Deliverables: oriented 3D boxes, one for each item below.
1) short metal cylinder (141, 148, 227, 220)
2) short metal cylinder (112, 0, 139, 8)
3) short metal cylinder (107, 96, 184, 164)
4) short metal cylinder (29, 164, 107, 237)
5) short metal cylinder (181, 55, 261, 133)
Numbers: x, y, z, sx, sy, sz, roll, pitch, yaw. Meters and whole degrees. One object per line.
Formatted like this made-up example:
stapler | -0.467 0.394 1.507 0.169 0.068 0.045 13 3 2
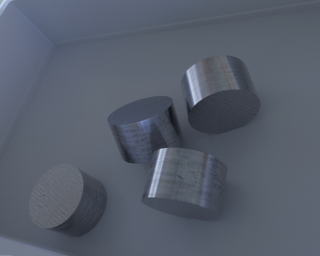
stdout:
short metal cylinder | 0.026 0.060 0.320 0.080 0.080 0.050 0 62 28
short metal cylinder | -0.069 -0.282 0.599 0.080 0.050 0.080 -13 56 21
short metal cylinder | -0.017 0.000 0.374 0.080 0.050 0.080 -15 22 6
short metal cylinder | -0.115 0.092 0.392 0.080 0.050 0.080 -13 56 20
short metal cylinder | 0.068 -0.036 0.356 0.080 0.080 0.050 -20 54 16
